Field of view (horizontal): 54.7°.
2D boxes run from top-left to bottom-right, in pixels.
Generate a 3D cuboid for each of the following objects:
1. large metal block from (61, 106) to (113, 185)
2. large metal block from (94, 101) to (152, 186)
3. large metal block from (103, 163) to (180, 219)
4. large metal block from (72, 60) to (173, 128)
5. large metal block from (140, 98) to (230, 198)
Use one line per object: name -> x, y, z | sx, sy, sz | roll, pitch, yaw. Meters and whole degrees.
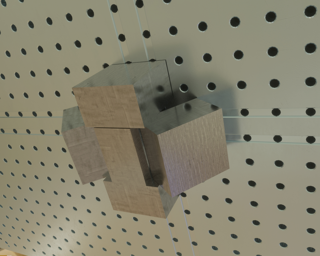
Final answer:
large metal block -> -0.096, 0.017, 0.426 | 0.050, 0.080, 0.080 | -17, 116, -8
large metal block -> -0.030, 0.016, 0.399 | 0.050, 0.080, 0.079 | 1, 119, 27
large metal block -> -0.017, 0.072, 0.426 | 0.080, 0.080, 0.050 | 1, 119, 27
large metal block -> -0.041, -0.041, 0.369 | 0.080, 0.080, 0.050 | 1, 119, 27
large metal block -> 0.029, 0.020, 0.361 | 0.050, 0.081, 0.079 | 33, 141, 57
